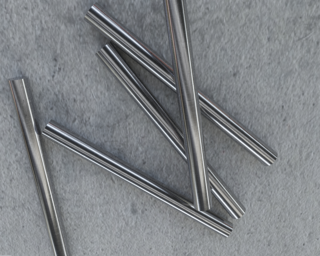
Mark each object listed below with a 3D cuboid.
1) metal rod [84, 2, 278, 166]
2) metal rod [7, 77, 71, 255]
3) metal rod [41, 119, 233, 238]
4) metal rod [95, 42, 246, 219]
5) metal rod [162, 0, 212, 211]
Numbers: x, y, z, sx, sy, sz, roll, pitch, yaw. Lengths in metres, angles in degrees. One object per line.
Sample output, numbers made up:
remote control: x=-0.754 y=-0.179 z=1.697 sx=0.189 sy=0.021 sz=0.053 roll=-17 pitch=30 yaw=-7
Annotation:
metal rod: x=0.036 y=-0.046 z=0.393 sx=0.301 sy=0.025 sz=0.025 roll=37 pitch=106 yaw=-13
metal rod: x=-0.163 y=0.077 z=0.435 sx=0.025 sy=0.025 sz=0.298 roll=-5 pitch=110 yaw=1
metal rod: x=-0.023 y=0.076 z=0.437 sx=0.301 sy=0.025 sz=0.025 roll=32 pitch=107 yaw=-12
metal rod: x=0.023 y=0.014 z=0.415 sx=0.025 sy=0.025 sz=0.300 roll=-36 pitch=107 yaw=12
metal rod: x=0.034 y=-0.032 z=0.370 sx=0.025 sy=0.025 sz=0.298 roll=-9 pitch=110 yaw=3
